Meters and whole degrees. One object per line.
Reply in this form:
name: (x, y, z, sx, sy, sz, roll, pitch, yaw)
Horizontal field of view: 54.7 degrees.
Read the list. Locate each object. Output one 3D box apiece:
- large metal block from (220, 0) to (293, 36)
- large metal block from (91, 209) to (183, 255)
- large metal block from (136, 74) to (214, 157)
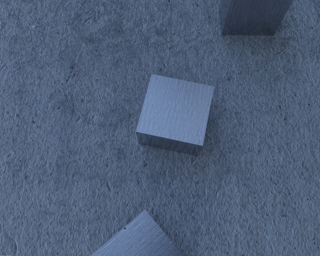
large metal block: (0.134, -0.179, 0.445, 0.081, 0.080, 0.050, 0, 70, 0)
large metal block: (-0.021, 0.149, 0.340, 0.080, 0.050, 0.080, -38, 75, -13)
large metal block: (0.020, -0.016, 0.400, 0.080, 0.050, 0.080, 12, 70, 4)
